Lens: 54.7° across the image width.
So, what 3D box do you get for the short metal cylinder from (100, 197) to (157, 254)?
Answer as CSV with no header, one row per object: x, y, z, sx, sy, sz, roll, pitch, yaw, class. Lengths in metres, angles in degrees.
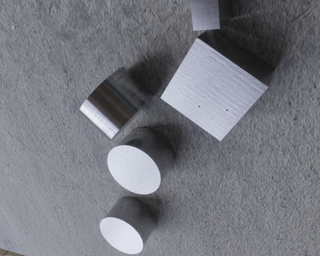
-0.053,0.163,0.519,0.080,0.050,0.079,13,124,21,short metal cylinder

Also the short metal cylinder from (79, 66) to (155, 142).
-0.052,-0.029,0.381,0.050,0.080,0.080,44,129,-2,short metal cylinder

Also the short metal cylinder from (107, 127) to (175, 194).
-0.025,0.045,0.432,0.080,0.050,0.079,13,124,21,short metal cylinder

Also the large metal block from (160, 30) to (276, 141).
0.060,-0.047,0.330,0.080,0.050,0.079,36,129,4,large metal block

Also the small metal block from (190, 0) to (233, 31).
0.049,-0.123,0.289,0.025,0.050,0.050,4,120,26,small metal block
